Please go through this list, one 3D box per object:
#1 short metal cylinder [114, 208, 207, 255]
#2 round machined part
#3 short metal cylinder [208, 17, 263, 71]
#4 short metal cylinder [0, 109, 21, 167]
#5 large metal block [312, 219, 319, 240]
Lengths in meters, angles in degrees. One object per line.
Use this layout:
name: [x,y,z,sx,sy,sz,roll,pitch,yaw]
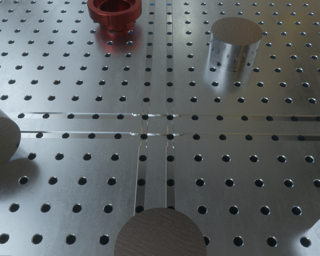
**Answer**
short metal cylinder: [0.000,0.122,0.288,0.081,0.050,0.080,0,50,0]
round machined part: [-0.083,-0.217,0.578,0.099,0.042,0.098,0,50,0]
short metal cylinder: [0.121,-0.138,0.508,0.081,0.050,0.080,0,50,0]
short metal cylinder: [-0.215,0.009,0.363,0.050,0.080,0.080,35,58,25]
large metal block: [0.214,0.112,0.299,0.081,0.050,0.080,-13,51,-11]
